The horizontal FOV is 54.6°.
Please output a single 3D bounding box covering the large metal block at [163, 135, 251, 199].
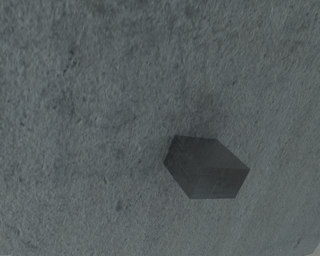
[{"bbox_3d":[0.064,0.055,0.439,0.081,0.080,0.050,7,115,-32],"label":"large metal block"}]
